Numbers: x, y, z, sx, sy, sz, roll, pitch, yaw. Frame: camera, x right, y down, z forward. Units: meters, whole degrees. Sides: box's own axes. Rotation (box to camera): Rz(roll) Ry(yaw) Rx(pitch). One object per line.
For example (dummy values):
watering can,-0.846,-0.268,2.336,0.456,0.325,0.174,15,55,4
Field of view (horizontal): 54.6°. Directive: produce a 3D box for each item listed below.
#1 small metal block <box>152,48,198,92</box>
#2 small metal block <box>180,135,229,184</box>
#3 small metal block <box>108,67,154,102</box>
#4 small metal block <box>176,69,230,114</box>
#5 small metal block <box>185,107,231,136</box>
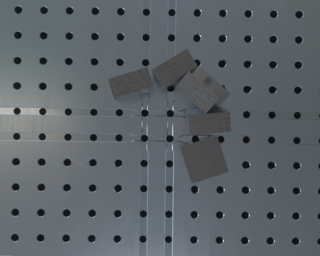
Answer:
small metal block,0.018,-0.073,0.401,0.050,0.050,0.025,-31,89,0
small metal block,0.058,0.041,0.414,0.050,0.025,0.050,-18,90,0
small metal block,-0.035,-0.055,0.401,0.050,0.050,0.025,-18,90,0
small metal block,0.056,-0.048,0.394,0.050,0.050,0.025,45,118,12
small metal block,0.060,-0.010,0.399,0.050,0.050,0.025,-5,101,0
